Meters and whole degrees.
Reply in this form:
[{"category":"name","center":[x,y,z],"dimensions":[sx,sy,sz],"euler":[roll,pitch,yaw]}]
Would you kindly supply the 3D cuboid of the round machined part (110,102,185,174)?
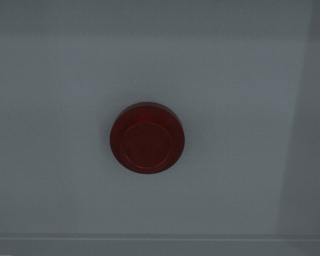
[{"category":"round machined part","center":[-0.017,0.018,0.405],"dimensions":[0.099,0.042,0.097],"euler":[0,110,-1]}]
